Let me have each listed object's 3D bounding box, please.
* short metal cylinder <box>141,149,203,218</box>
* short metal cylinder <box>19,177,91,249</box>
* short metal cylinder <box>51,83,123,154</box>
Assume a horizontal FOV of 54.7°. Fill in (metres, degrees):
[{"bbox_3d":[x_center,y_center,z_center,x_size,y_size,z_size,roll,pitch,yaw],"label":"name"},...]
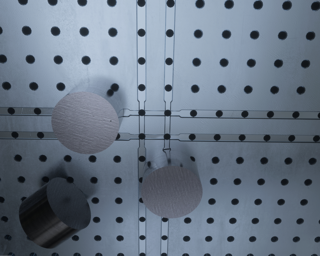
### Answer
[{"bbox_3d":[0.016,0.076,0.428,0.081,0.050,0.079,0,110,-1],"label":"short metal cylinder"},{"bbox_3d":[-0.142,0.115,0.425,0.050,0.080,0.080,-36,107,12],"label":"short metal cylinder"},{"bbox_3d":[-0.089,-0.013,0.394,0.081,0.050,0.079,0,110,-1],"label":"short metal cylinder"}]
